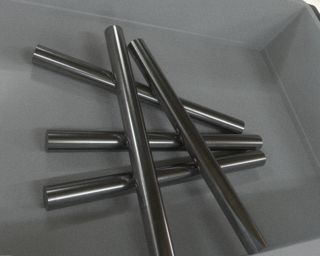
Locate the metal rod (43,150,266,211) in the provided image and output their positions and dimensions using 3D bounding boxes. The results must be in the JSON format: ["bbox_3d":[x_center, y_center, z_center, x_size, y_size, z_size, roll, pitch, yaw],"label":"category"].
[{"bbox_3d":[0.017,0.057,0.380,0.303,0.025,0.025,-5,65,-31],"label":"metal rod"}]

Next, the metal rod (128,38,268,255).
[{"bbox_3d":[0.038,0.011,0.387,0.025,0.025,0.299,-19,72,-36],"label":"metal rod"}]

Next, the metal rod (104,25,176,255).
[{"bbox_3d":[-0.028,0.002,0.355,0.025,0.025,0.299,0,62,-29],"label":"metal rod"}]

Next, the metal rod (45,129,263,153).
[{"bbox_3d":[0.013,0.018,0.401,0.303,0.025,0.025,2,61,-28],"label":"metal rod"}]

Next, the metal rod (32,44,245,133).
[{"bbox_3d":[-0.016,-0.045,0.423,0.302,0.025,0.025,18,55,-18],"label":"metal rod"}]
